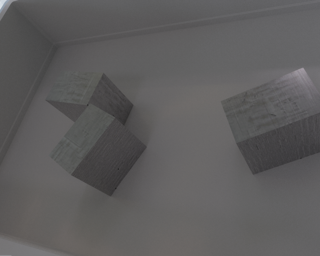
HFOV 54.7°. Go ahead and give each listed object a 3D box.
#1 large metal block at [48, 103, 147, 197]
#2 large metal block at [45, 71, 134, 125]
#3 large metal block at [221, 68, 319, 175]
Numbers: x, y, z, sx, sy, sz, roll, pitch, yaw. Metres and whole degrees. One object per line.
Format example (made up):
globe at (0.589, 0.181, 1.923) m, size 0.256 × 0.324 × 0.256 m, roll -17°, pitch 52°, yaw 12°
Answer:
large metal block at (-0.075, 0.029, 0.392) m, size 0.050 × 0.080 × 0.080 m, roll 28°, pitch 77°, yaw 37°
large metal block at (-0.099, -0.037, 0.445) m, size 0.080 × 0.080 × 0.050 m, roll 9°, pitch 66°, yaw 32°
large metal block at (0.116, -0.002, 0.311) m, size 0.080 × 0.080 × 0.050 m, roll -22°, pitch 54°, yaw 15°
